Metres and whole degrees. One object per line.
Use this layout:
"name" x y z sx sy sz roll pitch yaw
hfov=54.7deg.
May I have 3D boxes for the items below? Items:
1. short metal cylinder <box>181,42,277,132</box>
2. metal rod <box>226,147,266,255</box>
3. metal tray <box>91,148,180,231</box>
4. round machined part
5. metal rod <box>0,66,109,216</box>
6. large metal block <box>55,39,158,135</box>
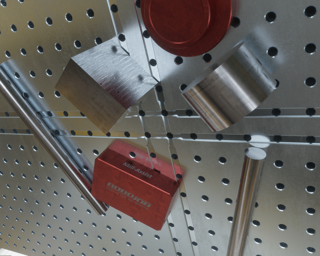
"short metal cylinder" 0.068 -0.041 0.314 0.050 0.080 0.080 49 128 -7
"metal rod" 0.114 0.157 0.447 0.025 0.025 0.298 13 124 20
"metal tray" -0.043 0.098 0.489 0.130 0.030 0.089 24 127 13
"round machined part" 0.023 -0.119 0.313 0.098 0.042 0.097 13 124 20
"metal rod" -0.184 0.027 0.521 0.025 0.025 0.299 -26 105 36
"large metal block" -0.062 -0.052 0.375 0.080 0.080 0.050 43 129 -2
